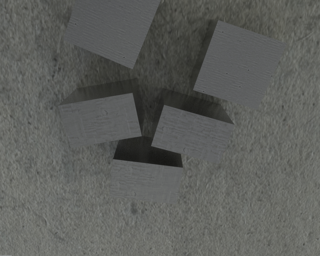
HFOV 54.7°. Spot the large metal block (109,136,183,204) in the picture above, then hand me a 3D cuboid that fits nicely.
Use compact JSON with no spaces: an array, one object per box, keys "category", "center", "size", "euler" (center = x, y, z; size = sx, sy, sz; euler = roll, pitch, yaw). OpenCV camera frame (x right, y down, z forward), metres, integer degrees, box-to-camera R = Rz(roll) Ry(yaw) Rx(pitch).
[{"category":"large metal block","center":[-0.017,0.050,0.399],"size":[0.081,0.080,0.050],"euler":[7,110,-3]}]

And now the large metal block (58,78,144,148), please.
[{"category":"large metal block","center":[-0.064,-0.021,0.372],"size":[0.080,0.080,0.050],"euler":[-9,110,3]}]

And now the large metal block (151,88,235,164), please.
[{"category":"large metal block","center":[0.036,-0.006,0.379],"size":[0.080,0.080,0.050],"euler":[15,109,-6]}]

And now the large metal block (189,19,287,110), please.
[{"category":"large metal block","center":[0.088,-0.077,0.370],"size":[0.080,0.050,0.079],"euler":[16,109,-7]}]

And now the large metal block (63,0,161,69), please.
[{"category":"large metal block","center":[-0.052,-0.123,0.350],"size":[0.080,0.050,0.079],"euler":[22,108,-8]}]
